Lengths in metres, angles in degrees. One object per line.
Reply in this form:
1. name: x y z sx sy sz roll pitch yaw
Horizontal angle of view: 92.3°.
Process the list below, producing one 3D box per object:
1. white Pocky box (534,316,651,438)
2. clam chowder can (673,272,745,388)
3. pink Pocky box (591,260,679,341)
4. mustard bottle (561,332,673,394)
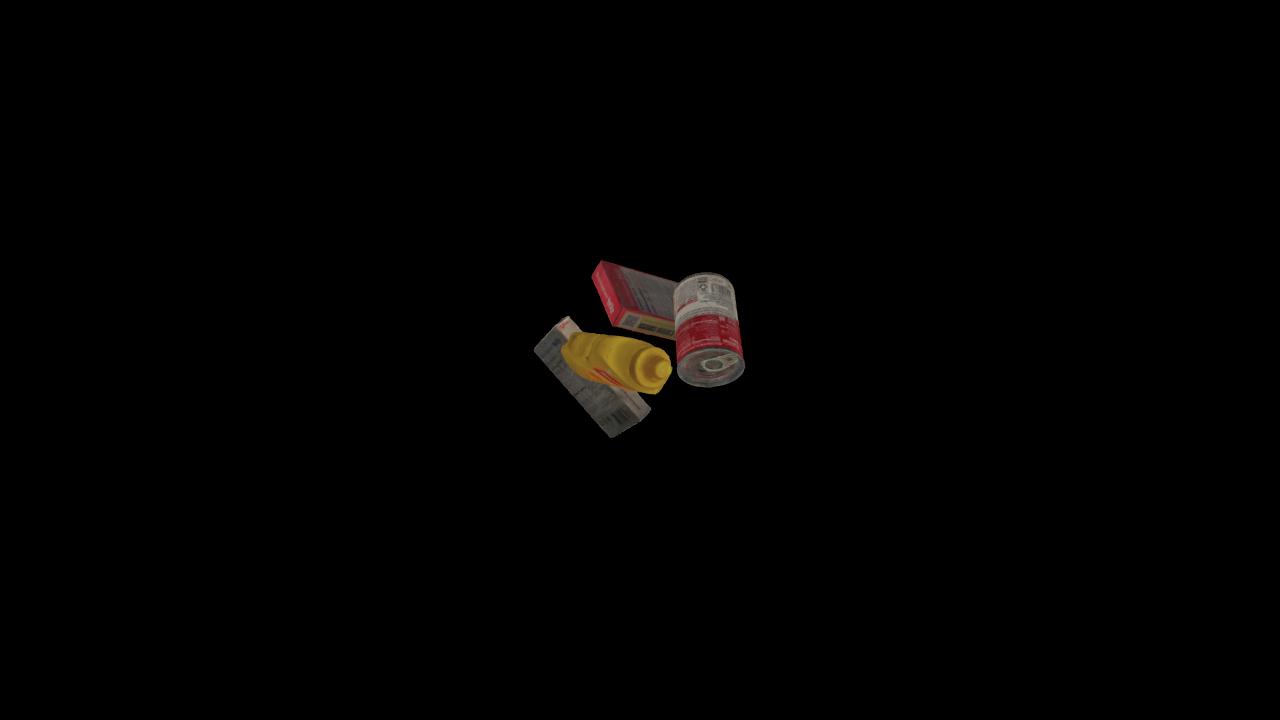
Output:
1. white Pocky box: -0.062 0.024 0.764 0.028 0.154 0.084 -44 4 -35
2. clam chowder can: 0.069 -0.032 0.636 0.068 0.102 0.068 -1 -35 -1
3. pink Pocky box: 0.026 -0.059 0.684 0.155 0.029 0.084 11 38 -34
4. mustard bottle: -0.017 0.004 0.675 0.092 0.054 0.184 40 -14 -24
